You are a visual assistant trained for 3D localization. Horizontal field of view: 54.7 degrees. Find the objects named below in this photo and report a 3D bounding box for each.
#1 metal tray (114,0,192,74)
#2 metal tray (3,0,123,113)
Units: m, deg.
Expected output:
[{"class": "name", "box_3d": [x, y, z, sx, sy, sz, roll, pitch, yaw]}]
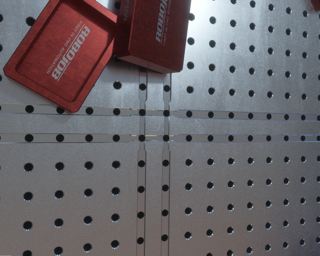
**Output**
[{"class": "metal tray", "box_3d": [-0.005, -0.143, 0.392, 0.091, 0.030, 0.129, 10, 87, -43]}, {"class": "metal tray", "box_3d": [-0.108, -0.093, 0.370, 0.090, 0.030, 0.130, 32, 79, -18]}]
